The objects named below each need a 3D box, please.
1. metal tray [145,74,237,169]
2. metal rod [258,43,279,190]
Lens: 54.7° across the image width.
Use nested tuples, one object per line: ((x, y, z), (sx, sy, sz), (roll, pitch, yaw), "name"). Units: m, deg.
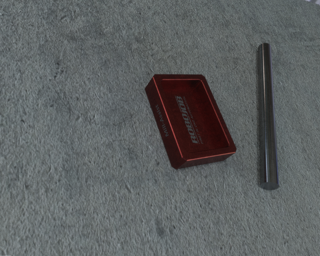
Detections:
((0.041, -0.014, 0.430), (0.091, 0.030, 0.130), (-6, 65, -31), "metal tray")
((0.180, -0.038, 0.523), (0.025, 0.025, 0.300), (23, 53, -15), "metal rod")
